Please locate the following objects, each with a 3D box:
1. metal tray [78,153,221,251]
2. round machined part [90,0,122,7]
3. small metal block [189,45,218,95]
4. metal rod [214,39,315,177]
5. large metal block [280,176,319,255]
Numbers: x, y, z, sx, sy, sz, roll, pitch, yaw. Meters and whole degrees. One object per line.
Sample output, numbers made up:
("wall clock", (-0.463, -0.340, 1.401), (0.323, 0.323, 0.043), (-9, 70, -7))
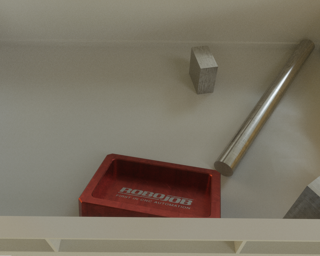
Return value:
("metal tray", (-0.005, 0.070, 0.320), (0.131, 0.030, 0.090), (9, 26, 7))
("round machined part", (-0.113, -0.285, 0.634), (0.099, 0.042, 0.098), (0, 50, 0))
("small metal block", (0.064, -0.086, 0.462), (0.025, 0.050, 0.050), (-8, 51, -7))
("metal rod", (0.162, -0.045, 0.445), (0.025, 0.025, 0.301), (29, 55, 21))
("large metal block", (0.179, 0.075, 0.308), (0.081, 0.080, 0.050), (-28, 56, -22))
